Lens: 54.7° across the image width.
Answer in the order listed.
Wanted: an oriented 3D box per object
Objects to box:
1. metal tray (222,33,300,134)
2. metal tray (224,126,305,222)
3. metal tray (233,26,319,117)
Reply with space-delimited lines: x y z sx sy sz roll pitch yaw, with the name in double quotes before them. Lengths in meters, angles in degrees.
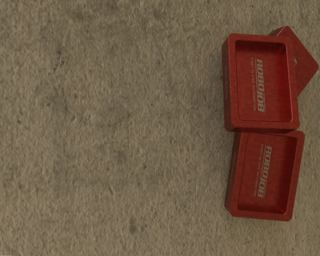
"metal tray" 0.133 -0.060 0.418 0.091 0.030 0.129 2 77 -6
"metal tray" 0.148 0.063 0.443 0.091 0.030 0.129 7 94 -5
"metal tray" 0.175 -0.079 0.473 0.090 0.030 0.130 45 76 -15
